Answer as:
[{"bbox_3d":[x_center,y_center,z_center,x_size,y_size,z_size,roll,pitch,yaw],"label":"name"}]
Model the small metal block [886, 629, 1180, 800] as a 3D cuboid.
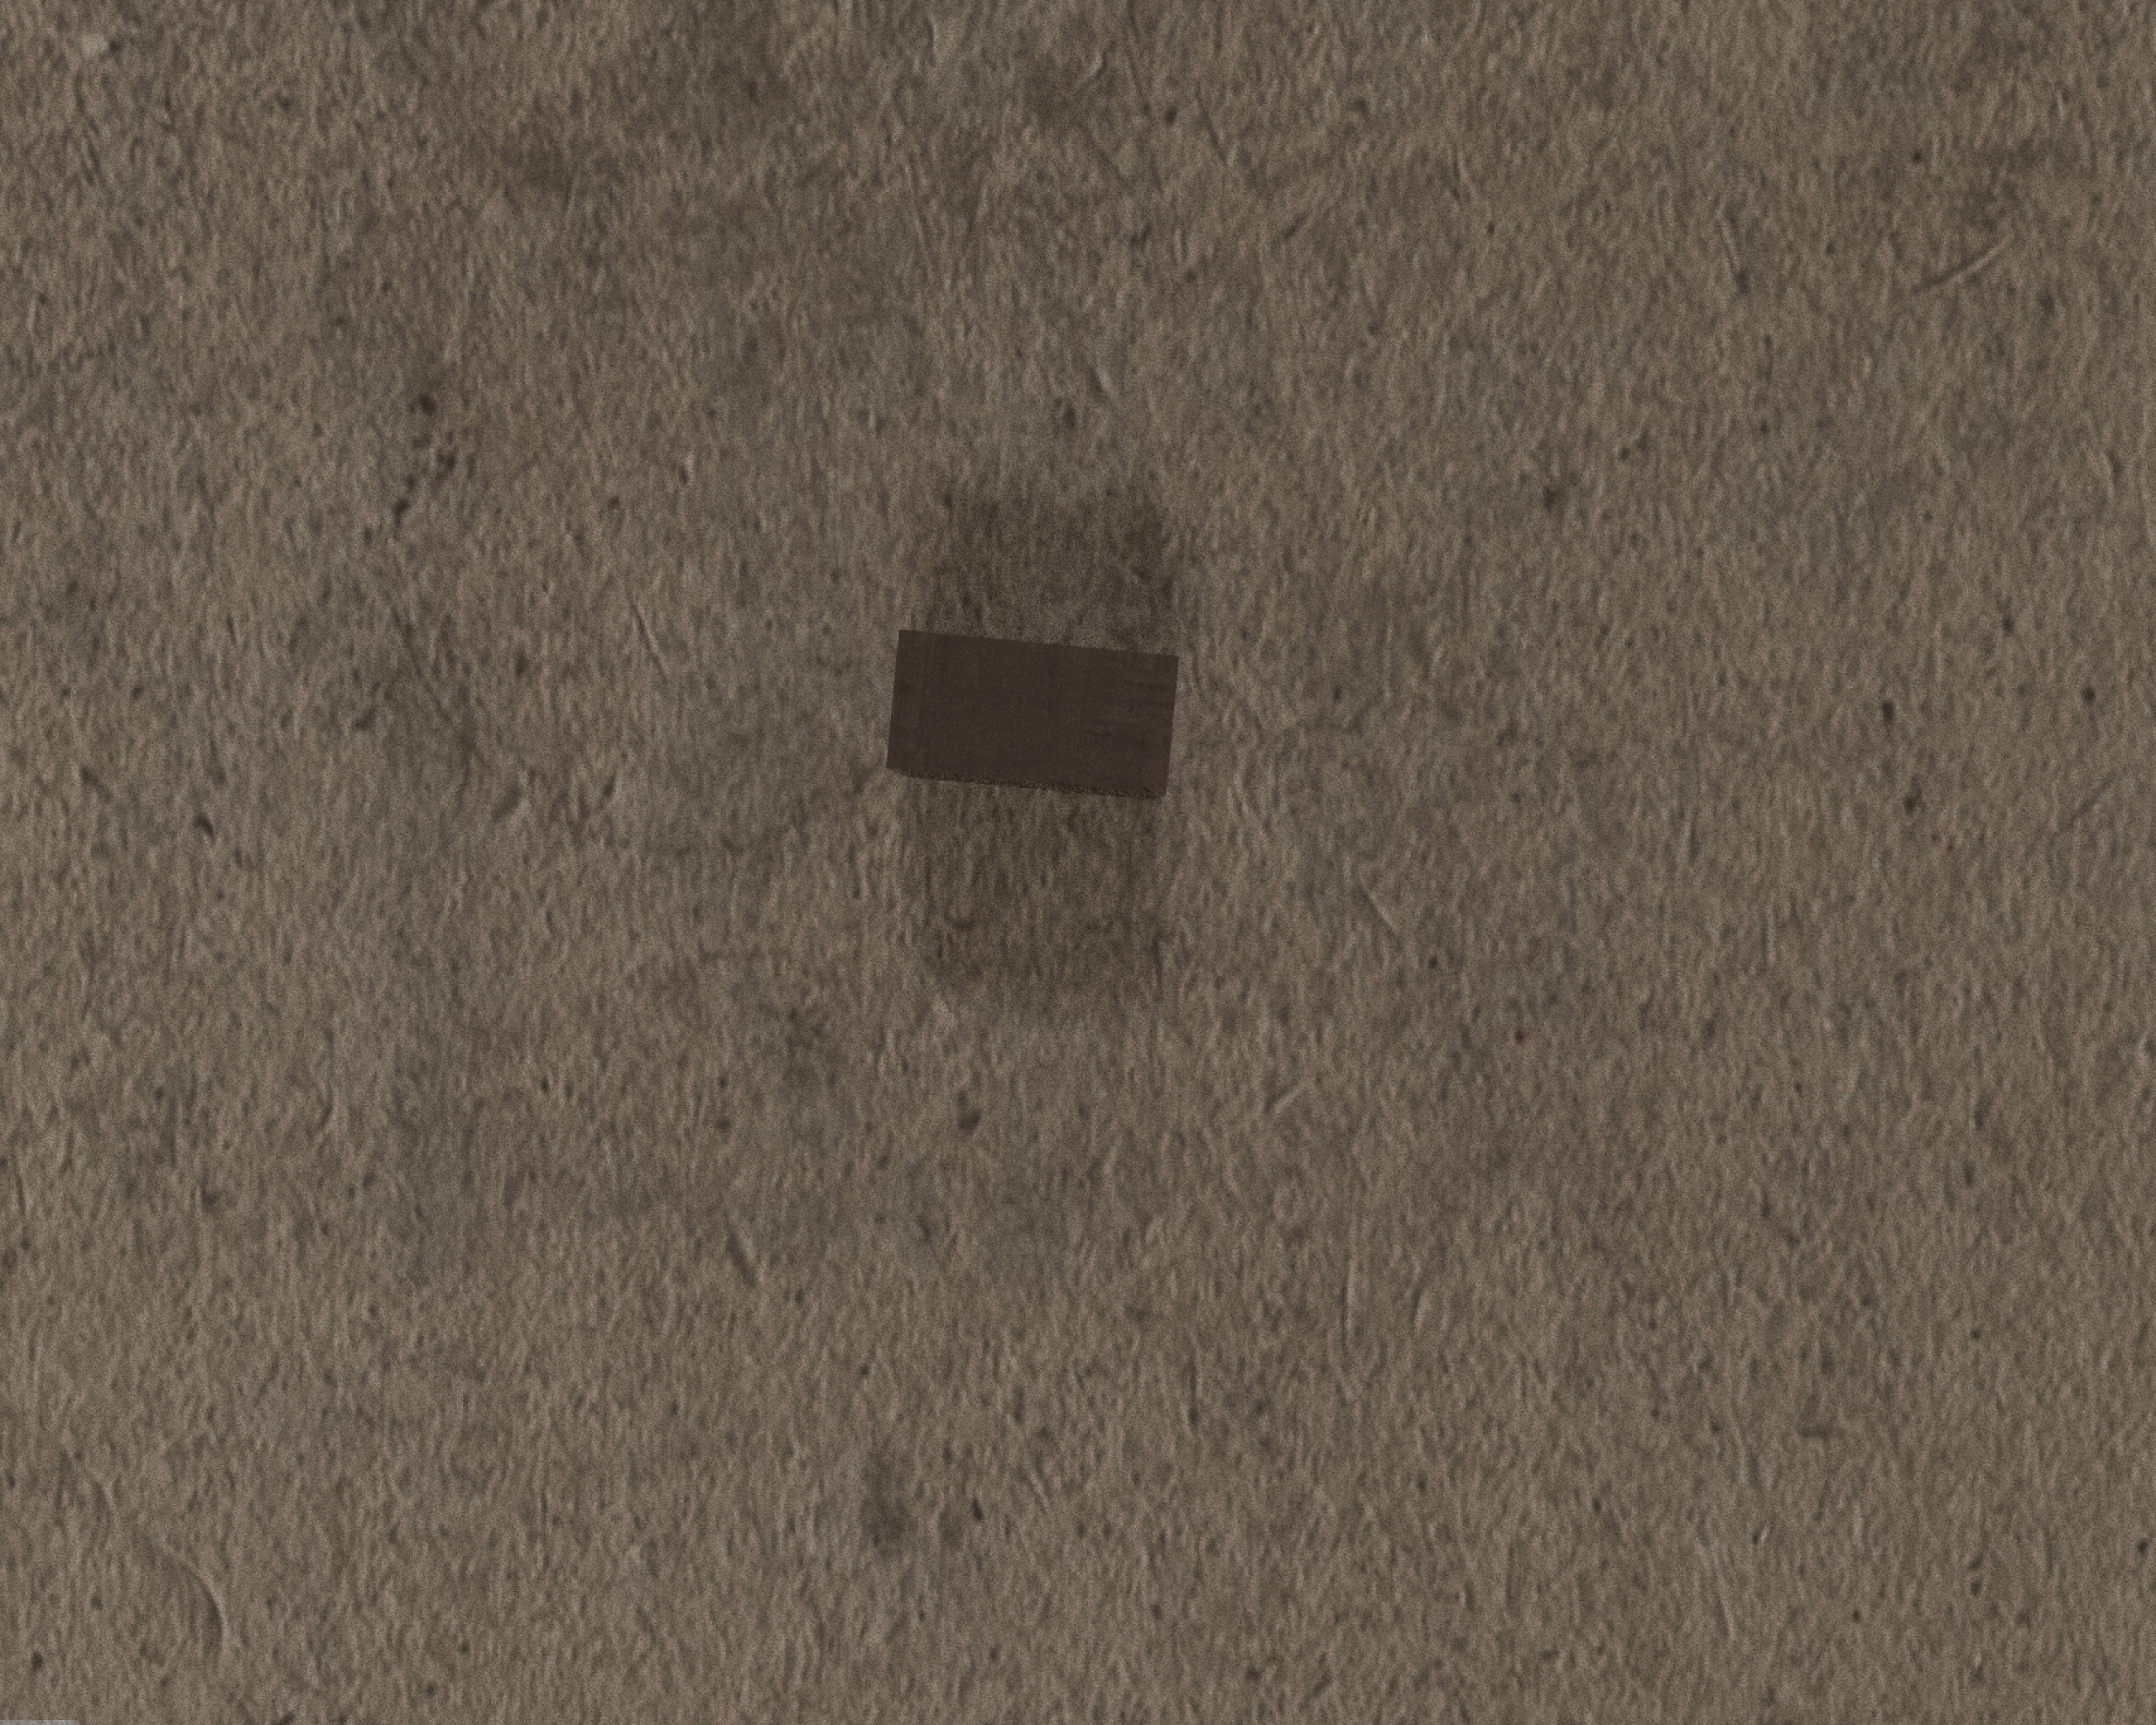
[{"bbox_3d":[-0.008,-0.027,0.398,0.050,0.050,0.025,5,90,-1],"label":"small metal block"}]
